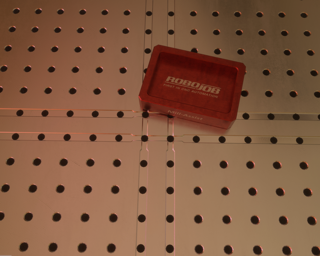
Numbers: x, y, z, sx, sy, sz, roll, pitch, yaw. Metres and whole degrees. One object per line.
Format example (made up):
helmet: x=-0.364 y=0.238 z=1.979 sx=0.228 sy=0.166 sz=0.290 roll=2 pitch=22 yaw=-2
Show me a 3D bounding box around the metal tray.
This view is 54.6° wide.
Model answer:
metal tray: x=0.045 y=-0.058 z=0.430 sx=0.131 sy=0.030 sz=0.090 roll=14 pitch=70 yaw=5
